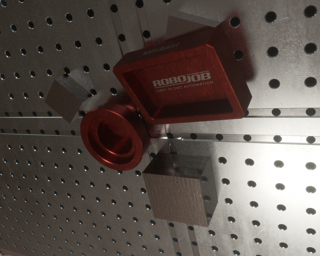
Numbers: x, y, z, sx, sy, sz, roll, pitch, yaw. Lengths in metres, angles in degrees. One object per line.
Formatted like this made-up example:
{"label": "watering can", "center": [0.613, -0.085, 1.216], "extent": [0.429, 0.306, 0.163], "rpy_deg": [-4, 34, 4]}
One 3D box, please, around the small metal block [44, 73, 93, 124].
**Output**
{"label": "small metal block", "center": [-0.134, -0.043, 0.453], "extent": [0.050, 0.025, 0.050], "rpy_deg": [41, 129, -1]}

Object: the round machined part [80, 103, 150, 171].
{"label": "round machined part", "center": [-0.059, 0.008, 0.435], "extent": [0.098, 0.042, 0.097], "rpy_deg": [13, 124, 20]}

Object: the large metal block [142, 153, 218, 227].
{"label": "large metal block", "center": [0.030, 0.084, 0.430], "extent": [0.080, 0.050, 0.079], "rpy_deg": [2, 119, 27]}

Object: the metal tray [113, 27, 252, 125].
{"label": "metal tray", "center": [0.022, -0.048, 0.338], "extent": [0.130, 0.030, 0.090], "rpy_deg": [-4, 132, 40]}

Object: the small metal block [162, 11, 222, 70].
{"label": "small metal block", "center": [0.033, -0.093, 0.335], "extent": [0.050, 0.025, 0.050], "rpy_deg": [21, 126, 15]}
